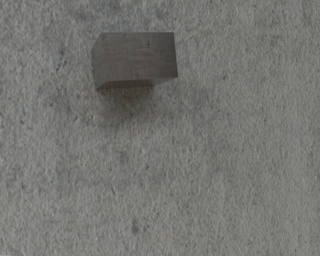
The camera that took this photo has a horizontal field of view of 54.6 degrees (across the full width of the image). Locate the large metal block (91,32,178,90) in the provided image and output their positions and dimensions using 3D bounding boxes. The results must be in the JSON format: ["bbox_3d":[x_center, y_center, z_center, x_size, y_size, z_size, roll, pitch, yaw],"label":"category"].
[{"bbox_3d":[-0.033,-0.077,0.367,0.081,0.080,0.050,-7,93,-20],"label":"large metal block"}]
